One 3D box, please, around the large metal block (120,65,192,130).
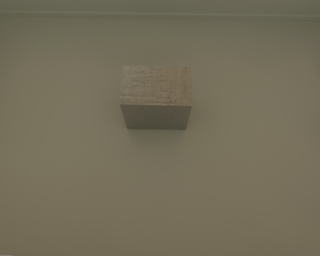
[{"bbox_3d":[-0.004,-0.035,0.391,0.080,0.080,0.050,1,70,0],"label":"large metal block"}]
